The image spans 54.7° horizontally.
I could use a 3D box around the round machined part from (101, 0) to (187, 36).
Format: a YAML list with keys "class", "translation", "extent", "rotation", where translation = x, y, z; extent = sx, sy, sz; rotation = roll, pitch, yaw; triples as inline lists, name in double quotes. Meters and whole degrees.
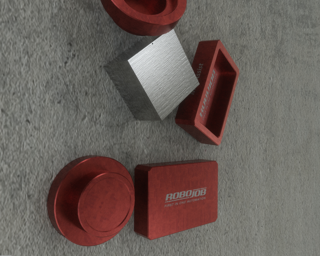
- class: "round machined part"
  translation: [-0.022, -0.148, 0.360]
  extent: [0.099, 0.042, 0.098]
  rotation: [9, 66, -20]

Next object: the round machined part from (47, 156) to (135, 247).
- class: "round machined part"
  translation: [-0.067, 0.080, 0.339]
  extent: [0.099, 0.042, 0.097]
  rotation: [0, 90, -40]

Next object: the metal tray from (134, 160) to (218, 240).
- class: "metal tray"
  translation: [0.026, 0.092, 0.426]
  extent: [0.131, 0.030, 0.089]
  rotation: [1, 90, -40]

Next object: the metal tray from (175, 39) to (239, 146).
- class: "metal tray"
  translation: [0.073, -0.049, 0.450]
  extent: [0.090, 0.030, 0.130]
  rotation: [36, 67, -50]

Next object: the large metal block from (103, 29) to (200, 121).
- class: "large metal block"
  translation: [-0.008, -0.065, 0.383]
  extent: [0.080, 0.050, 0.080]
  rotation: [-45, 118, -31]
